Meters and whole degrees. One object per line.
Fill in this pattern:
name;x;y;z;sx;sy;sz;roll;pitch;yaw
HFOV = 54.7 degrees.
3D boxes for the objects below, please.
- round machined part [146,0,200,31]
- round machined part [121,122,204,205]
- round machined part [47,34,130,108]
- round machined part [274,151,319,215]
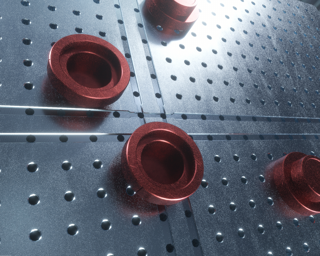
round machined part;0.028;-0.225;0.552;0.099;0.042;0.098;14;56;-21
round machined part;0.000;0.045;0.371;0.099;0.042;0.098;14;56;-21
round machined part;-0.091;-0.067;0.390;0.099;0.042;0.098;14;56;-21
round machined part;0.227;0.080;0.474;0.099;0.042;0.098;14;56;-21
